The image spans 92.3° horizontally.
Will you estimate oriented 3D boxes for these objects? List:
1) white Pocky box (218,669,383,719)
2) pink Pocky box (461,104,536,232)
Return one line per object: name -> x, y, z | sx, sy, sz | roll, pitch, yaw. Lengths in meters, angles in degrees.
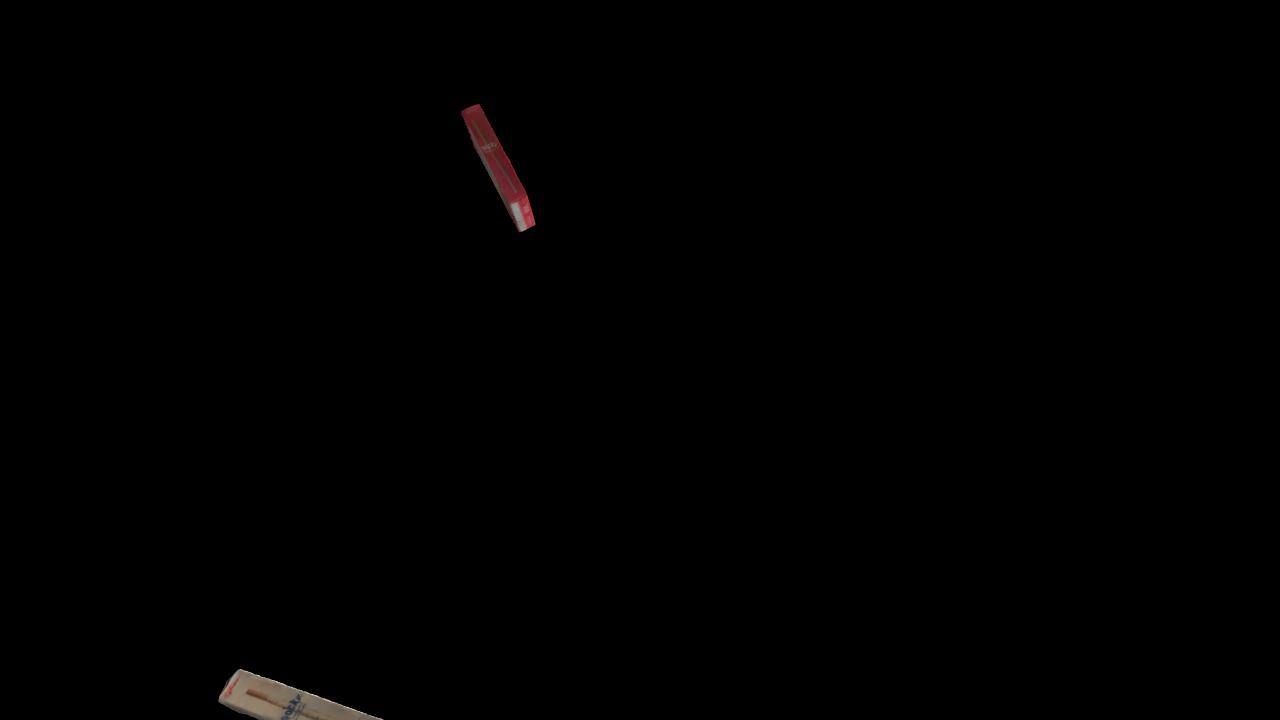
white Pocky box -> -0.250, 0.294, 0.495 | 0.154, 0.028, 0.084 | 8, -40, 17
pink Pocky box -> -0.191, -0.259, 0.836 | 0.029, 0.155, 0.084 | -27, -12, -9
